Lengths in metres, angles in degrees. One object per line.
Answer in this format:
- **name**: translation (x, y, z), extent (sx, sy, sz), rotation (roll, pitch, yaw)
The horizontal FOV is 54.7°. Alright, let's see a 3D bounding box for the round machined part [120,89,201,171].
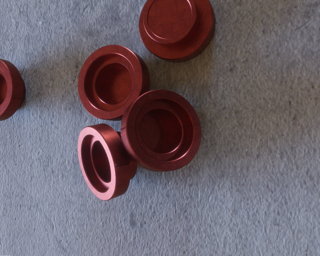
- **round machined part**: translation (-0.002, 0.005, 0.381), extent (0.042, 0.099, 0.097), rotation (-23, 80, 62)

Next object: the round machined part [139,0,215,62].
- **round machined part**: translation (0.018, -0.136, 0.393), extent (0.098, 0.042, 0.097), rotation (0, 90, 19)

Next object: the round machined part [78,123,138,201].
- **round machined part**: translation (-0.066, 0.041, 0.407), extent (0.098, 0.042, 0.097), rotation (19, 116, 47)

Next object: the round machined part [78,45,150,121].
- **round machined part**: translation (-0.057, -0.058, 0.416), extent (0.098, 0.042, 0.097), rotation (-1, 86, 23)

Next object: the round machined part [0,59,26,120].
- **round machined part**: translation (-0.253, -0.059, 0.487), extent (0.098, 0.042, 0.097), rotation (0, 90, 19)
